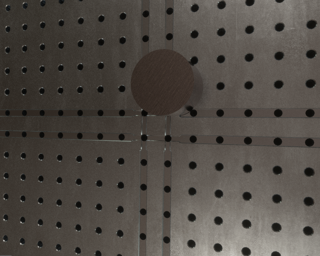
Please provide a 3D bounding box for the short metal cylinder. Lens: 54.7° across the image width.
[{"bbox_3d":[0.010,-0.055,0.395,0.080,0.050,0.079,0,90,19],"label":"short metal cylinder"}]
